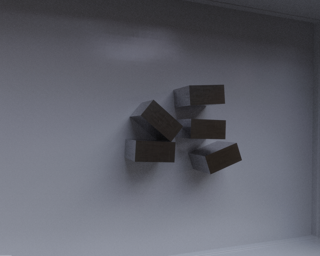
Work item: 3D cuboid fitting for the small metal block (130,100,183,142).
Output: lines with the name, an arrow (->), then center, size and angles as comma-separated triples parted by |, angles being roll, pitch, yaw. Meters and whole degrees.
small metal block -> -0.006, -0.009, 0.396 | 0.050, 0.050, 0.025 | 41, 77, -16

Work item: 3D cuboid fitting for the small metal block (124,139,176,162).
small metal block -> -0.014, 0.028, 0.393 | 0.050, 0.050, 0.025 | 3, 89, -20

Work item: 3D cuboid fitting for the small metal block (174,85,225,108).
small metal block -> 0.052, -0.043, 0.418 | 0.050, 0.050, 0.025 | -4, 92, -20

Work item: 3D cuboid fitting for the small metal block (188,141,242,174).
small metal block -> 0.075, 0.039, 0.426 | 0.050, 0.050, 0.025 | -20, 97, -19

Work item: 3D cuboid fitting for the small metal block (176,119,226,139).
small metal block -> 0.053, 0.001, 0.418 | 0.050, 0.050, 0.025 | 2, 90, -20
